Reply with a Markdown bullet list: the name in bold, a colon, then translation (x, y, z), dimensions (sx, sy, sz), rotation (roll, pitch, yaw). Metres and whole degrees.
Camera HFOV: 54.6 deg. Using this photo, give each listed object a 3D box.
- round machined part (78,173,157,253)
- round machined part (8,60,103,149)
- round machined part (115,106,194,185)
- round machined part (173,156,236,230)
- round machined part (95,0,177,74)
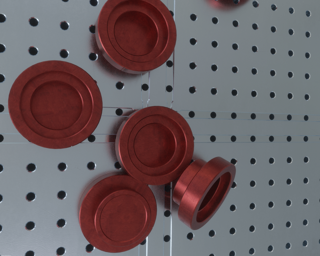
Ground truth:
- **round machined part**: translation (-0.049, 0.107, 0.385), dimensions (0.099, 0.042, 0.097), rotation (0, 90, -20)
- **round machined part**: translation (-0.119, -0.026, 0.359), dimensions (0.099, 0.042, 0.097), rotation (0, 90, -20)
- **round machined part**: translation (-0.009, 0.022, 0.399), dimensions (0.099, 0.042, 0.097), rotation (0, 89, -21)
- **round machined part**: translation (0.054, 0.079, 0.406), dimensions (0.099, 0.042, 0.097), rotation (-36, 143, -34)
- **round machined part**: translation (-0.032, -0.117, 0.391), dimensions (0.099, 0.042, 0.097), rotation (0, 90, -20)
